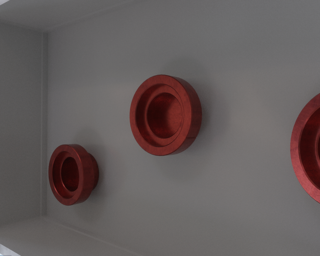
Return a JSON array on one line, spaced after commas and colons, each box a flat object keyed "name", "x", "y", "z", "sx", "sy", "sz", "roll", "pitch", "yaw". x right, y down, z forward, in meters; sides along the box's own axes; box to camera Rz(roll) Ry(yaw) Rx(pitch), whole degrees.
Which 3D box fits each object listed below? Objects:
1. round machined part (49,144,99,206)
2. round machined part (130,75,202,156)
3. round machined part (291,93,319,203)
[{"name": "round machined part", "x": -0.138, "y": 0.075, "z": 0.510, "sx": 0.098, "sy": 0.042, "sz": 0.097, "roll": 0, "pitch": 90, "yaw": 40}, {"name": "round machined part", "x": 0.011, "y": -0.015, "z": 0.386, "sx": 0.098, "sy": 0.042, "sz": 0.097, "roll": 0, "pitch": 90, "yaw": 40}, {"name": "round machined part", "x": 0.157, "y": 0.016, "z": 0.248, "sx": 0.098, "sy": 0.042, "sz": 0.097, "roll": -175, "pitch": 90, "yaw": -69}]
